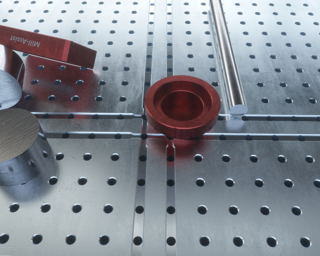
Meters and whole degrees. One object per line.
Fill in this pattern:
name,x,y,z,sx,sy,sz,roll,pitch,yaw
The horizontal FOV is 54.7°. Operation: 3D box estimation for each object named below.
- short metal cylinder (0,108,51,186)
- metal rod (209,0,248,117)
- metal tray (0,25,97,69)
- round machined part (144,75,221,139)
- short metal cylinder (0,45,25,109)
short metal cylinder,-0.179,0.022,0.371,0.080,0.050,0.080,0,50,0
metal rod,0.109,-0.139,0.524,0.025,0.025,0.300,0,50,0
metal tray,-0.175,-0.122,0.470,0.130,0.030,0.090,15,7,12
round machined part,0.029,-0.023,0.416,0.099,0.042,0.098,0,50,0
short metal cylinder,-0.233,-0.070,0.429,0.081,0.080,0.050,-8,51,-7
